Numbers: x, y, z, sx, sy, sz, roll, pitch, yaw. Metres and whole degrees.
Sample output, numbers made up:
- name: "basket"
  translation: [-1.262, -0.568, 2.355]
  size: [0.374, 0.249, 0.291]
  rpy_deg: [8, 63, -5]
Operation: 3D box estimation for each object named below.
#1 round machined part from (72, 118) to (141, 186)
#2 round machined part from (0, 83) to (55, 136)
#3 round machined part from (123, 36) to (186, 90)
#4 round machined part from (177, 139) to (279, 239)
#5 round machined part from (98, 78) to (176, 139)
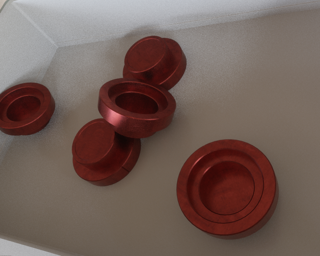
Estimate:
- name: "round machined part"
  translation: [-0.079, 0.026, 0.421]
  size: [0.098, 0.042, 0.098]
  rpy_deg: [-13, 56, 21]
- name: "round machined part"
  translation: [-0.223, -0.027, 0.516]
  size: [0.099, 0.042, 0.098]
  rpy_deg: [-3, 53, 5]
- name: "round machined part"
  translation: [-0.014, -0.098, 0.462]
  size: [0.098, 0.042, 0.098]
  rpy_deg: [-13, 56, 21]
- name: "round machined part"
  translation: [0.070, 0.064, 0.319]
  size: [0.098, 0.042, 0.098]
  rpy_deg: [-13, 56, 21]
- name: "round machined part"
  translation: [-0.031, -0.023, 0.404]
  size: [0.099, 0.042, 0.098]
  rpy_deg: [10, 35, -7]
